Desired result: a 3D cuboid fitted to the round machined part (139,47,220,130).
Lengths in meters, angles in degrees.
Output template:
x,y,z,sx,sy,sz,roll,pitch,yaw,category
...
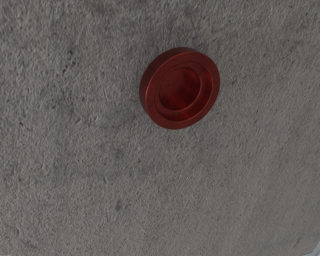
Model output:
x,y,z,sx,sy,sz,roll,pitch,yaw,category
0.020,-0.050,0.375,0.099,0.042,0.097,-14,124,-21,round machined part
